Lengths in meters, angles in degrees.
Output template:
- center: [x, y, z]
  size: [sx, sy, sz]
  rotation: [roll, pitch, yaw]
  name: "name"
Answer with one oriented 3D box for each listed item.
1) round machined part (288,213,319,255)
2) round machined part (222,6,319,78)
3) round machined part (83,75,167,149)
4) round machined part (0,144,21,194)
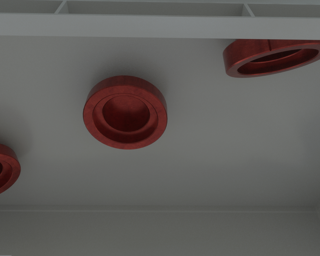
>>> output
- center: [0.296, 0.205, 0.577]
  size: [0.099, 0.042, 0.097]
  rotation: [0, 130, 0]
  name: "round machined part"
- center: [0.111, -0.084, 0.305]
  size: [0.099, 0.042, 0.098]
  rotation: [-8, 174, -1]
  name: "round machined part"
- center: [-0.041, -0.023, 0.378]
  size: [0.099, 0.042, 0.097]
  rotation: [0, 130, 0]
  name: "round machined part"
- center: [-0.248, 0.054, 0.422]
  size: [0.099, 0.042, 0.097]
  rotation: [-26, 146, -19]
  name: "round machined part"
